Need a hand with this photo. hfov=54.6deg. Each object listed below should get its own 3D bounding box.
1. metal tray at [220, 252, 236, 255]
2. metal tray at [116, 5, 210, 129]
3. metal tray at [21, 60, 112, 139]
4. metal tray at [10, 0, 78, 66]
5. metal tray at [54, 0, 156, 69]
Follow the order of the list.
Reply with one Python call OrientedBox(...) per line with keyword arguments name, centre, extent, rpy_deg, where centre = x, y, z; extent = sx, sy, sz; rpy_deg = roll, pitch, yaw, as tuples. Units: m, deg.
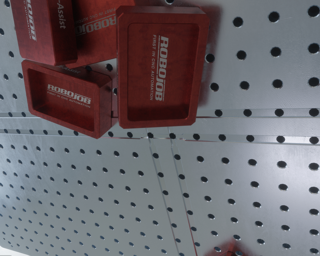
OrientedBox(name="metal tray", centre=(0.132, 0.267, 0.503), extent=(0.130, 0.030, 0.090), rpy_deg=(39, 129, 1))
OrientedBox(name="metal tray", centre=(-0.001, -0.062, 0.340), extent=(0.091, 0.030, 0.129), rpy_deg=(-3, 124, -11))
OrientedBox(name="metal tray", centre=(-0.135, -0.046, 0.451), extent=(0.130, 0.030, 0.089), rpy_deg=(19, 126, 17))
OrientedBox(name="metal tray", centre=(-0.142, -0.145, 0.366), extent=(0.090, 0.030, 0.129), rpy_deg=(19, 120, 39))
OrientedBox(name="metal tray", centre=(-0.074, -0.127, 0.369), extent=(0.130, 0.030, 0.090), rpy_deg=(-5, 116, 30))
